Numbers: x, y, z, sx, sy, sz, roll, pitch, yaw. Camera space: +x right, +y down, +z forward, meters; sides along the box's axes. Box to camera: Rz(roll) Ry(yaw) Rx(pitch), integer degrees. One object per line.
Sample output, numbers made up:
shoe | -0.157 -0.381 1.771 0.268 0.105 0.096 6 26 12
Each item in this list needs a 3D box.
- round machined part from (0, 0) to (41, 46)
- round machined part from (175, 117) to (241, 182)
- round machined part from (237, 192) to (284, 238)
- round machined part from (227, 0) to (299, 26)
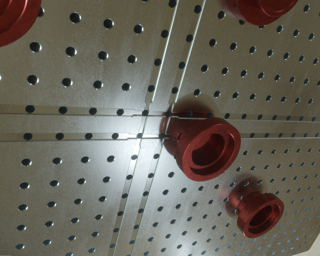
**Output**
round machined part | -0.150 -0.116 0.247 0.099 0.042 0.097 -14 125 -21
round machined part | 0.066 0.027 0.455 0.099 0.042 0.097 -14 125 -21
round machined part | 0.192 0.166 0.611 0.099 0.042 0.097 -14 125 -21
round machined part | 0.132 -0.171 0.368 0.099 0.042 0.097 -14 124 -21
